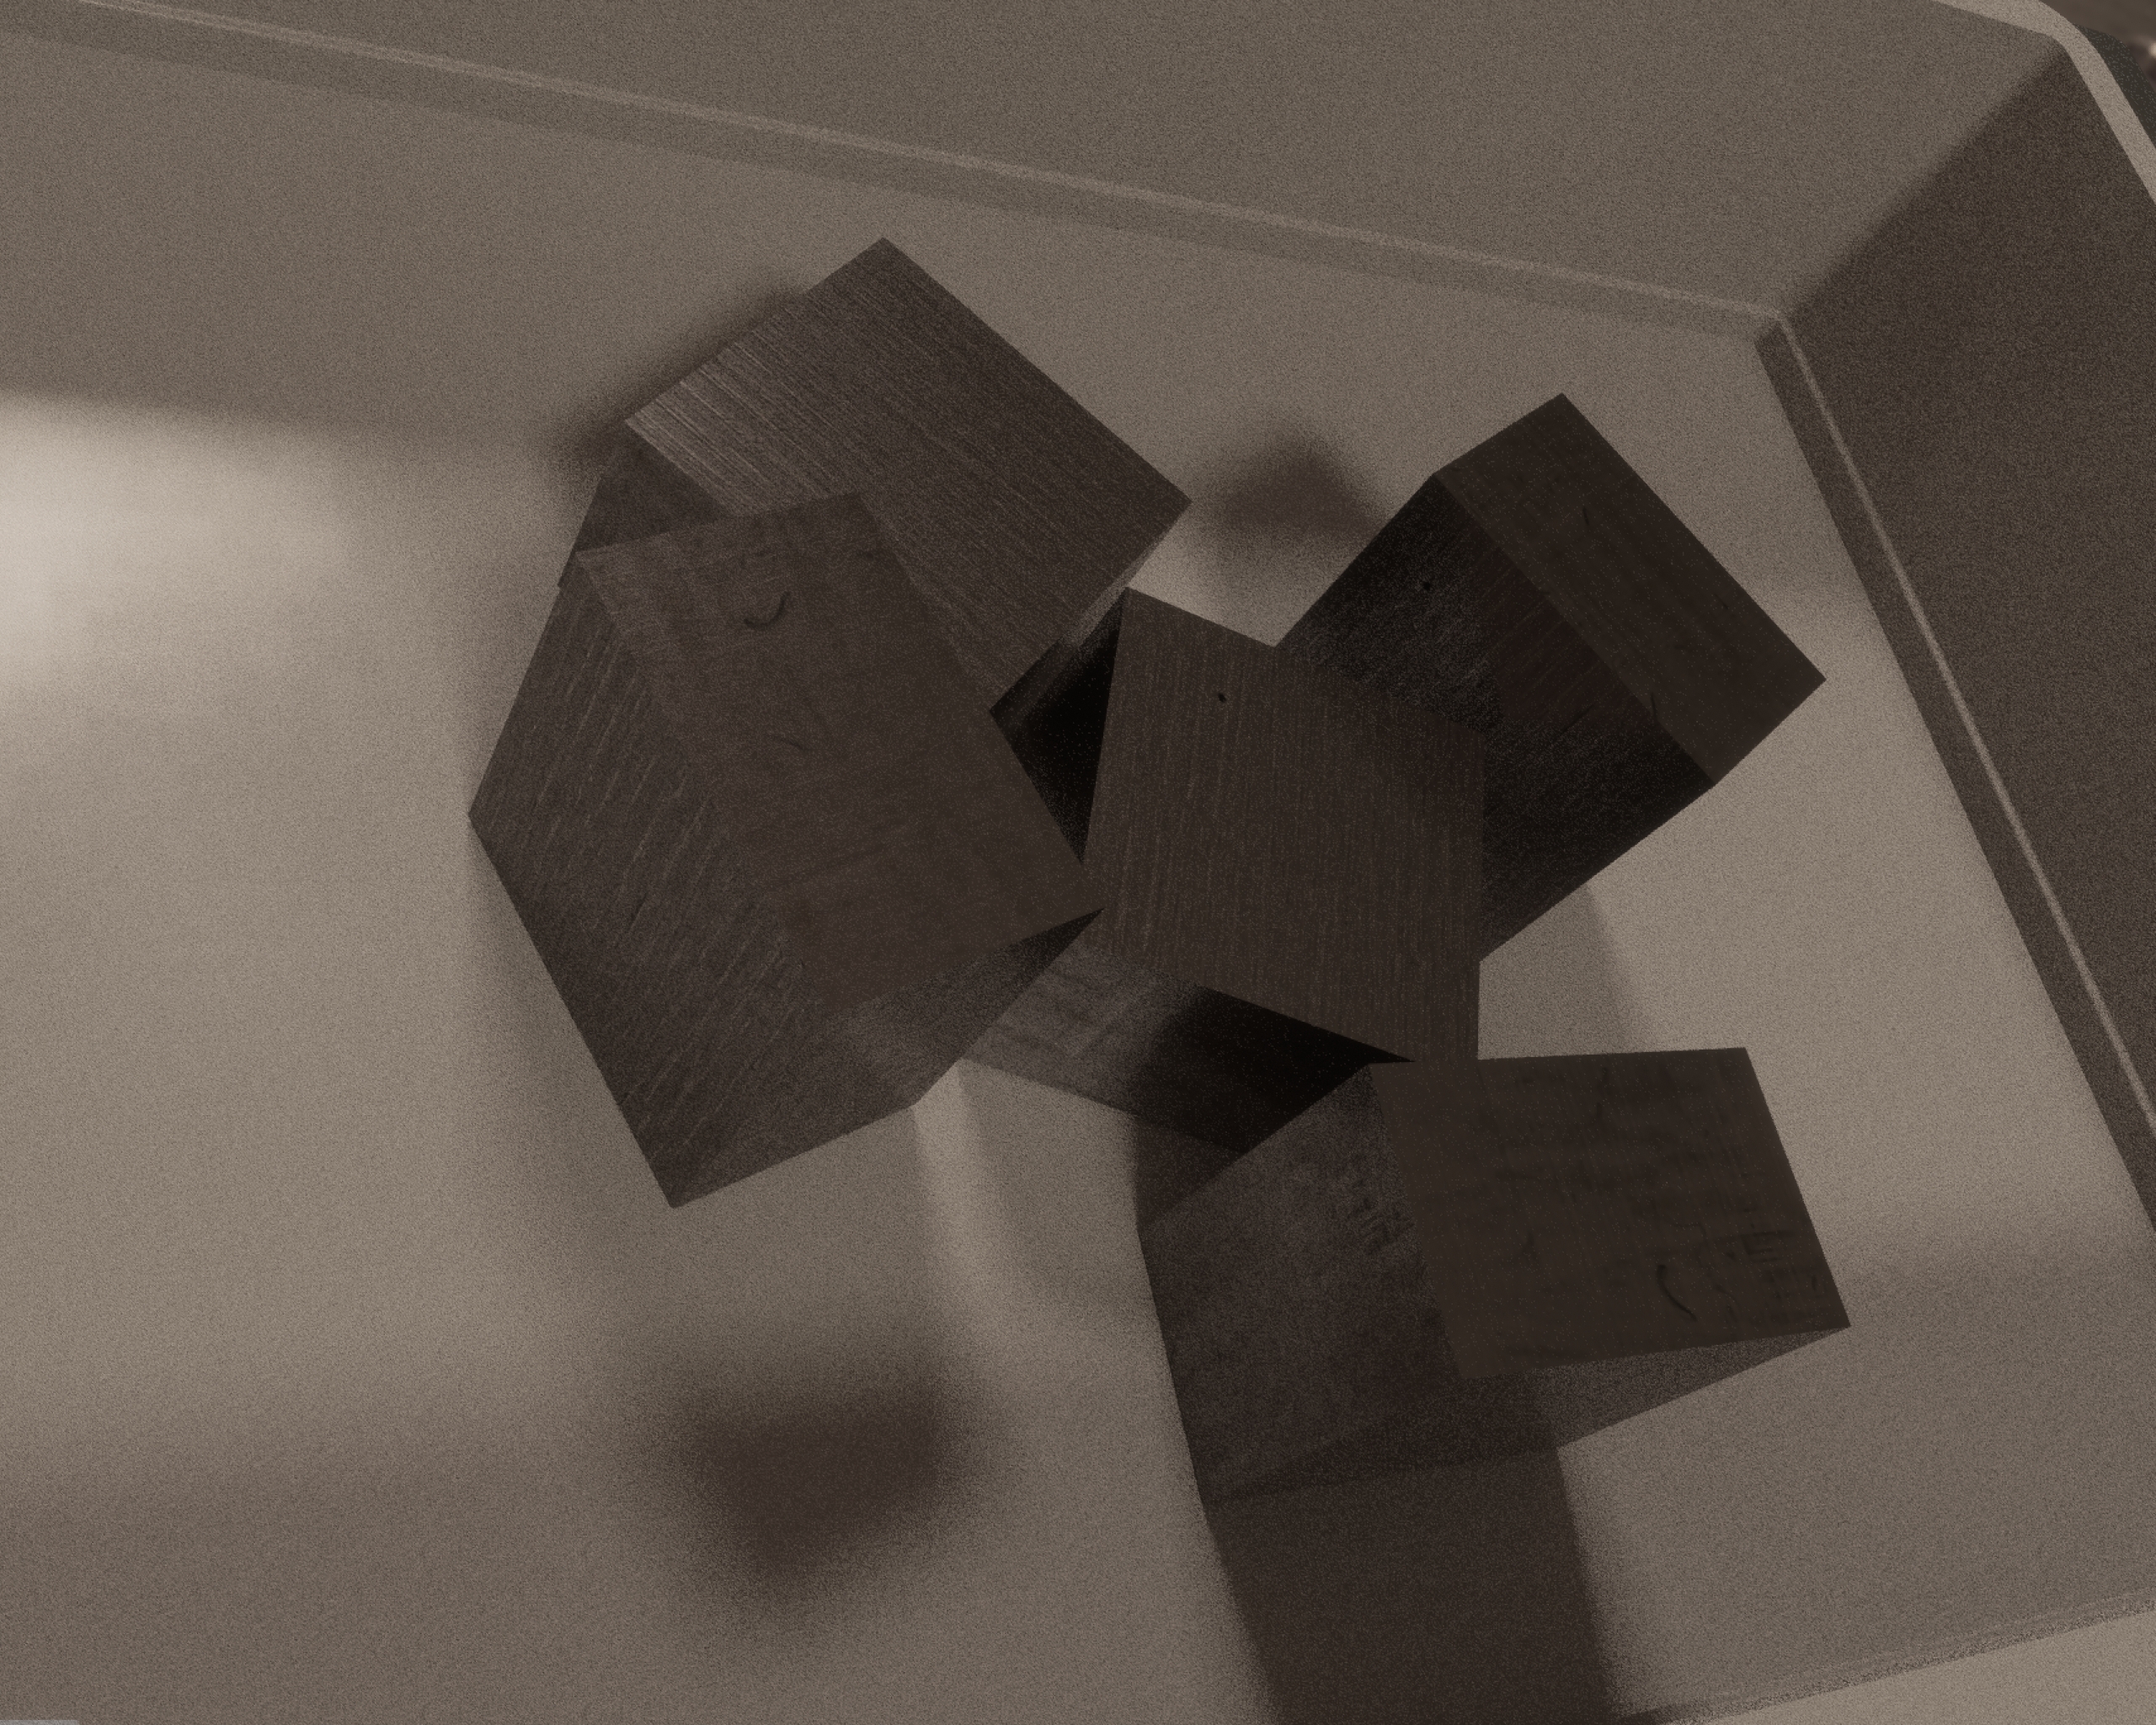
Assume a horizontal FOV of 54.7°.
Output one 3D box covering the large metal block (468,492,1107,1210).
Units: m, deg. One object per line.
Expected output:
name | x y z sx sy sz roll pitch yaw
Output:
large metal block | -0.052 -0.001 0.342 0.050 0.080 0.080 -21 73 -36

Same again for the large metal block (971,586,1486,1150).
large metal block | 0.030 0.005 0.402 0.080 0.050 0.080 21 54 -17

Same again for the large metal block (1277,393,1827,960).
large metal block | 0.093 -0.037 0.443 0.080 0.080 0.050 49 51 6

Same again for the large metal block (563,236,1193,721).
large metal block | -0.038 -0.062 0.406 0.080 0.050 0.080 41 51 -1

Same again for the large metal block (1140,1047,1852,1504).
large metal block | 0.069 0.072 0.364 0.081 0.080 0.050 1 62 -28
